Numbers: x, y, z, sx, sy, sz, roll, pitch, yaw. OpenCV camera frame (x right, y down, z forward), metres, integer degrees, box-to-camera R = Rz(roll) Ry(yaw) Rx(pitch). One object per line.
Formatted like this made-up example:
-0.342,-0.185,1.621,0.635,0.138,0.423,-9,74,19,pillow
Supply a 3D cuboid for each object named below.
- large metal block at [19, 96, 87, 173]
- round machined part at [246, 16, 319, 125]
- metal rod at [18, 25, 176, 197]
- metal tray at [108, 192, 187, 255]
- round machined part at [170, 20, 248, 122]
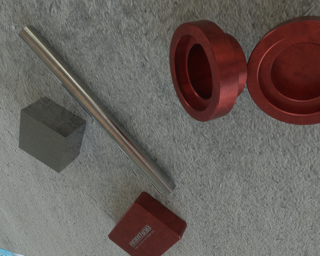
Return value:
-0.170,0.011,0.487,0.080,0.050,0.079,30,128,8,large metal block
0.135,-0.055,0.291,0.098,0.042,0.097,13,124,21,round machined part
-0.084,-0.019,0.439,0.300,0.025,0.025,49,129,-7,metal rod
-0.025,0.175,0.525,0.090,0.030,0.129,37,129,3,metal tray
0.050,-0.058,0.312,0.098,0.042,0.097,164,90,-71,round machined part
